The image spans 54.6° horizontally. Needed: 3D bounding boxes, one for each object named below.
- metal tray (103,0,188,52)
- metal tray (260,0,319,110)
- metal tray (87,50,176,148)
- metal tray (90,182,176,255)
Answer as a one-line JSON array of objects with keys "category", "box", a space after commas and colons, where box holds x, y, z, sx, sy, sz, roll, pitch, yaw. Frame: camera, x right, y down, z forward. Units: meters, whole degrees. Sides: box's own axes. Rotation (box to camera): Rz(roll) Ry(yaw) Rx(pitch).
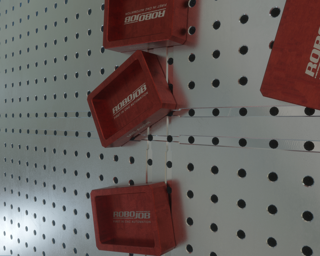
[{"category": "metal tray", "box": [-0.024, -0.157, 0.426, 0.130, 0.030, 0.090, 5, 93, 40]}, {"category": "metal tray", "box": [0.154, -0.081, 0.279, 0.090, 0.030, 0.129, 22, 104, 38]}, {"category": "metal tray", "box": [-0.046, -0.038, 0.445, 0.130, 0.030, 0.090, -33, 69, 35]}, {"category": "metal tray", "box": [-0.043, 0.128, 0.443, 0.130, 0.030, 0.090, -14, 81, 39]}]
